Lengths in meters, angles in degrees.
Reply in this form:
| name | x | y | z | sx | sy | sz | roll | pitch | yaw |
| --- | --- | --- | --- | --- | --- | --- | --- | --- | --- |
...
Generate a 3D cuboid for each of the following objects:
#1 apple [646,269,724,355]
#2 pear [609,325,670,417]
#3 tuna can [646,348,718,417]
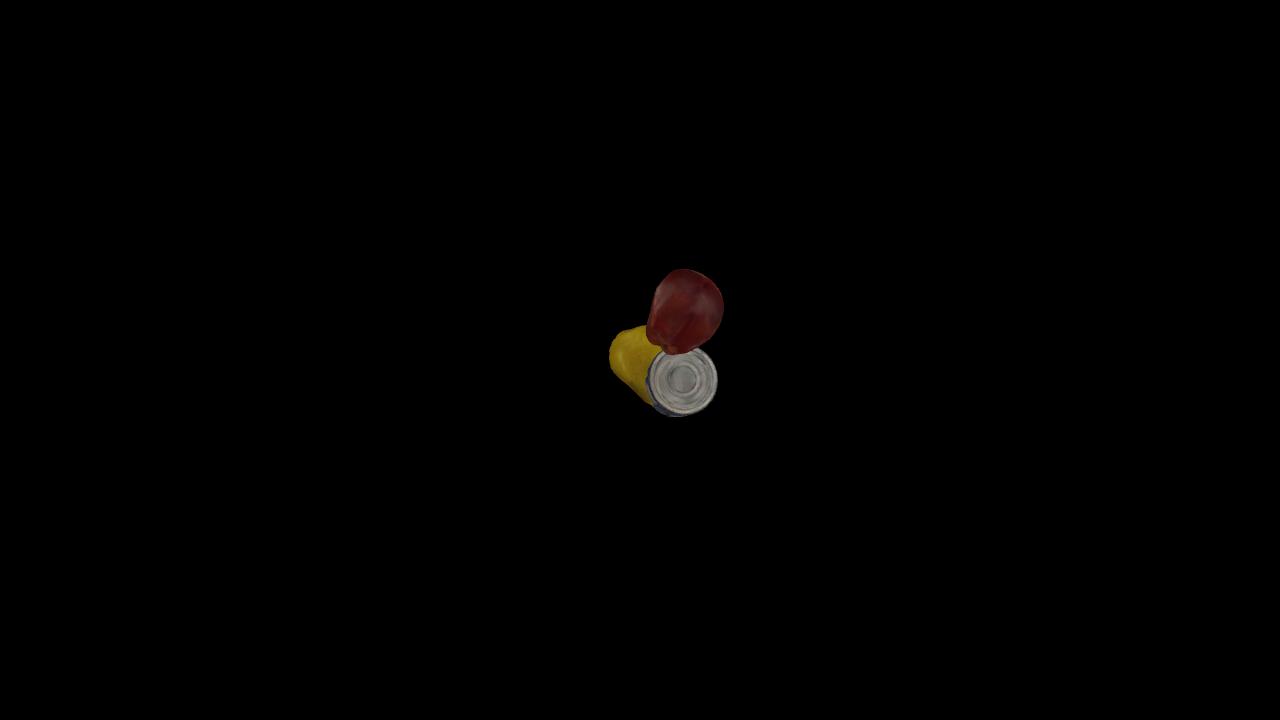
| name | x | y | z | sx | sy | sz | roll | pitch | yaw |
| --- | --- | --- | --- | --- | --- | --- | --- | --- | --- |
| apple | 0.048 | -0.052 | 0.664 | 0.079 | 0.093 | 0.079 | 27 | -19 | 10 |
| pear | 0.007 | 0.017 | 0.727 | 0.080 | 0.111 | 0.080 | -12 | -8 | -2 |
| tuna can | 0.046 | 0.023 | 0.711 | 0.084 | 0.084 | 0.034 | 0 | -7 | -11 |
